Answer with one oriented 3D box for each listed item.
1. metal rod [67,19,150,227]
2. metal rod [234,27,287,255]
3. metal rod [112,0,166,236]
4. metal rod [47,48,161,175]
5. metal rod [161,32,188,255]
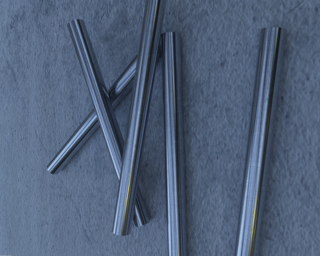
[{"bbox_3d":[-0.073,-0.010,0.435,0.025,0.025,0.299,-22,84,37],"label":"metal rod"},{"bbox_3d":[0.099,0.050,0.321,0.025,0.025,0.298,9,96,39],"label":"metal rod"},{"bbox_3d":[-0.028,-0.011,0.393,0.025,0.025,0.298,13,96,39],"label":"metal rod"},{"bbox_3d":[-0.100,-0.016,0.484,0.299,0.025,0.025,-44,64,30],"label":"metal rod"},{"bbox_3d":[0.018,0.031,0.388,0.025,0.025,0.298,-3,88,39],"label":"metal rod"}]
